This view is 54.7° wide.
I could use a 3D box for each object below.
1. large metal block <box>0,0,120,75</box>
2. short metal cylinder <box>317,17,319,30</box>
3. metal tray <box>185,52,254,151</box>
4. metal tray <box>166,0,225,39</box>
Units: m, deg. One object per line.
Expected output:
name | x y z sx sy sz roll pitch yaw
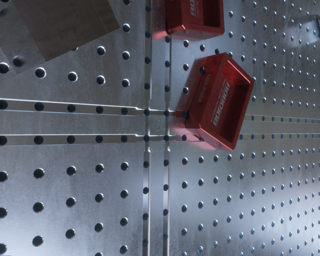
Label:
large metal block | -0.099 -0.095 0.290 0.080 0.080 0.050 -38 114 -33
short metal cylinder | 0.417 -0.245 0.723 0.080 0.080 0.050 -40 115 -33
metal tray | 0.097 -0.040 0.487 0.090 0.030 0.130 33 70 -35
metal tray | 0.050 -0.200 0.447 0.091 0.030 0.129 -7 95 -40
